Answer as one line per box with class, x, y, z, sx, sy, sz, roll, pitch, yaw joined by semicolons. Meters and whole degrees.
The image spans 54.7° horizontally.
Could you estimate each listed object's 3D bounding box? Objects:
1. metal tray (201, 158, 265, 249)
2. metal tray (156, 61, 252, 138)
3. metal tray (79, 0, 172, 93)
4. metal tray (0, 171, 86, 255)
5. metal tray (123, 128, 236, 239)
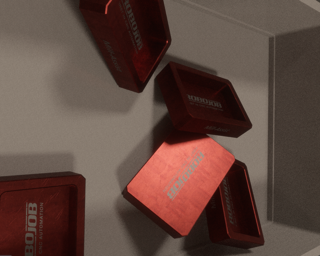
metal tray;0.103;0.104;0.455;0.090;0.030;0.130;26;46;-37
metal tray;0.064;-0.036;0.430;0.131;0.030;0.090;8;53;-40
metal tray;-0.029;-0.110;0.337;0.090;0.030;0.130;-62;158;-21
metal tray;-0.122;0.111;0.302;0.091;0.030;0.129;2;89;-40
metal tray;0.027;0.061;0.398;0.090;0.030;0.130;39;61;4
